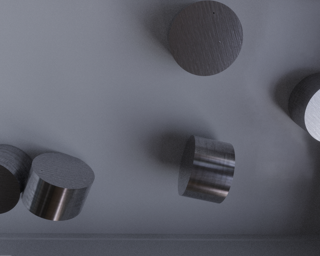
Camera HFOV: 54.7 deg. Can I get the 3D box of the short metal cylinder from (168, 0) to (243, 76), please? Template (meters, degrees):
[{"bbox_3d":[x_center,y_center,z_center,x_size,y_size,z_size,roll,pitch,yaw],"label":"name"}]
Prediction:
[{"bbox_3d":[0.050,-0.105,0.360,0.081,0.050,0.079,0,110,-1],"label":"short metal cylinder"}]

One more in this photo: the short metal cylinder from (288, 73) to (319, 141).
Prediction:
[{"bbox_3d":[0.212,-0.027,0.391,0.081,0.050,0.079,0,110,-1],"label":"short metal cylinder"}]

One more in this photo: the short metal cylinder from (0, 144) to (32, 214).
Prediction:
[{"bbox_3d":[-0.219,0.069,0.419,0.081,0.050,0.079,0,110,0],"label":"short metal cylinder"}]

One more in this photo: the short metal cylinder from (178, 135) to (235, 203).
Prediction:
[{"bbox_3d":[0.058,0.053,0.403,0.050,0.080,0.079,13,110,-5],"label":"short metal cylinder"}]

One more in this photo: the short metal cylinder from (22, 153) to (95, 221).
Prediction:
[{"bbox_3d":[-0.133,0.075,0.408,0.080,0.080,0.050,22,109,-8],"label":"short metal cylinder"}]
